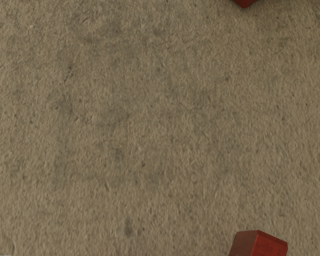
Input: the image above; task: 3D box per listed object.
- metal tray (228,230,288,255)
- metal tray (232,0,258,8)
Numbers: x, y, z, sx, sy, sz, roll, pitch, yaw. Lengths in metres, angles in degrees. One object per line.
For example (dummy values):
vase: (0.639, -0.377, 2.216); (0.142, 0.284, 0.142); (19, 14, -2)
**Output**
metal tray: (0.081, 0.172, 0.311); (0.030, 0.090, 0.130); (23, 71, 8)
metal tray: (0.153, -0.260, 0.495); (0.130, 0.030, 0.090); (-37, 70, -11)
